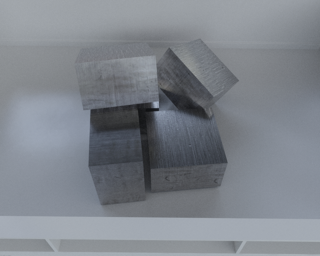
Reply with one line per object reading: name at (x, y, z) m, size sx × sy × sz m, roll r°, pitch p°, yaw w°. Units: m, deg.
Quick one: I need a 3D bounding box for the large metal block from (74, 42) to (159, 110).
large metal block at (-0.048, -0.062, 0.354) m, size 0.081 × 0.050 × 0.080 m, roll -7°, pitch 25°, yaw -6°

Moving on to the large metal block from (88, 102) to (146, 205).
large metal block at (-0.046, 0.028, 0.343) m, size 0.050 × 0.080 × 0.080 m, roll -5°, pitch 50°, yaw -5°

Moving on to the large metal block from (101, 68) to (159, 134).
large metal block at (-0.042, -0.038, 0.419) m, size 0.081 × 0.050 × 0.080 m, roll -1°, pitch 50°, yaw -1°

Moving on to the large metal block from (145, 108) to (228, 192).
large metal block at (0.026, 0.024, 0.364) m, size 0.081 × 0.050 × 0.080 m, roll -4°, pitch 50°, yaw -4°

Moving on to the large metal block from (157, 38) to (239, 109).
large metal block at (0.046, -0.067, 0.410) m, size 0.080 × 0.050 × 0.081 m, roll 50°, pitch 41°, yaw 7°
